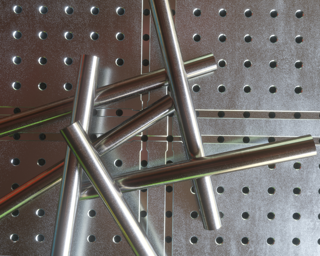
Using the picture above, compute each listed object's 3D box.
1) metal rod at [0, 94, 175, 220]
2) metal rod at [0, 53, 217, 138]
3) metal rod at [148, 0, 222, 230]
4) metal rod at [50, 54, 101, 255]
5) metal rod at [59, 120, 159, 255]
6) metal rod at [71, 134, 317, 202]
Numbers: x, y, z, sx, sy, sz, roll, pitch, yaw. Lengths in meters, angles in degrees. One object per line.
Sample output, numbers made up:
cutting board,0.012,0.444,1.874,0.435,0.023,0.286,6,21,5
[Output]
metal rod,-0.110,0.044,0.412,0.301,0.025,0.025,-32,90,0
metal rod,-0.072,-0.043,0.412,0.301,0.025,0.025,-17,90,0
metal rod,0.034,-0.013,0.395,0.025,0.025,0.299,-14,97,0
metal rod,-0.109,0.059,0.386,0.025,0.025,0.298,9,90,0
metal rod,-0.035,0.126,0.386,0.025,0.025,0.299,-28,101,0
metal rod,0.029,0.053,0.381,0.301,0.025,0.025,-13,90,13
